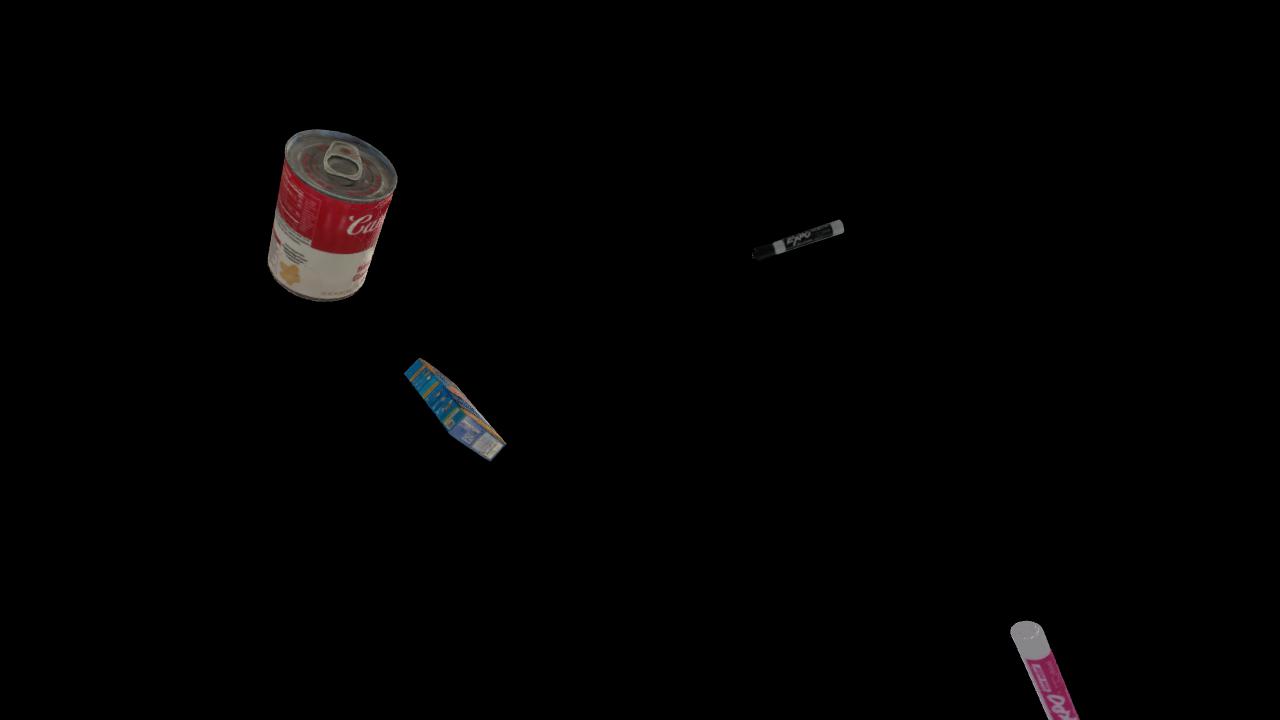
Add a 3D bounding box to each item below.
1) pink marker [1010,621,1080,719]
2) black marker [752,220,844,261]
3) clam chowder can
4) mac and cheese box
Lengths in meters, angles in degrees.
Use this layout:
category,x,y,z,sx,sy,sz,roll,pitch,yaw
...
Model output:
category,x,y,z,sx,sy,sz,roll,pitch,yaw
pink marker,0.273,0.226,0.401,0.020,0.121,0.020,-26,9,4
black marker,0.204,-0.155,0.801,0.121,0.020,0.020,-18,-1,2
clam chowder can,-0.218,-0.098,0.431,0.068,0.068,0.102,0,-36,-39
mac and cheese box,-0.274,0.070,0.904,0.184,0.041,0.093,36,-9,43
